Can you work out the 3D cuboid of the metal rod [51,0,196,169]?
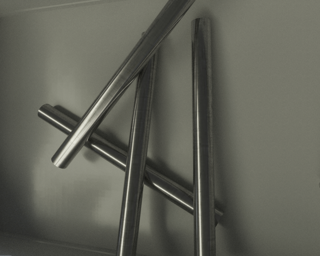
[{"bbox_3d":[-0.048,-0.062,0.395,0.025,0.025,0.299,44,106,14],"label":"metal rod"}]

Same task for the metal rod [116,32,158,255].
[{"bbox_3d":[-0.028,0.023,0.398,0.025,0.025,0.298,4,83,20],"label":"metal rod"}]

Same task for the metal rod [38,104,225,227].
[{"bbox_3d":[-0.051,0.044,0.428,0.300,0.025,0.025,29,100,17],"label":"metal rod"}]

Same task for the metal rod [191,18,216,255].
[{"bbox_3d":[0.052,0.014,0.375,0.025,0.025,0.298,-3,83,20],"label":"metal rod"}]
